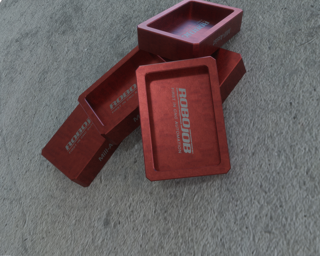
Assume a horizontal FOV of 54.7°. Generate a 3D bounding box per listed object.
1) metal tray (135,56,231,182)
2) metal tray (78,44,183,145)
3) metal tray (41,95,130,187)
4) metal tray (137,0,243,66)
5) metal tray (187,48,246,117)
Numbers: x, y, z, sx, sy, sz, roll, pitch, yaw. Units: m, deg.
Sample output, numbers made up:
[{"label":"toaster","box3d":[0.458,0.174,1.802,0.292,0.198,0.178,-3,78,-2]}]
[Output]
[{"label":"metal tray","box3d":[0.025,-0.009,0.350,0.090,0.030,0.129,-7,82,5]},{"label":"metal tray","box3d":[-0.038,-0.051,0.413,0.130,0.030,0.090,-41,51,-1]},{"label":"metal tray","box3d":[-0.100,0.008,0.447,0.090,0.030,0.130,27,76,37]},{"label":"metal tray","box3d":[0.043,-0.134,0.417,0.090,0.030,0.131,25,47,26]},{"label":"metal tray","box3d":[0.038,-0.075,0.427,0.130,0.030,0.090,30,78,37]}]
